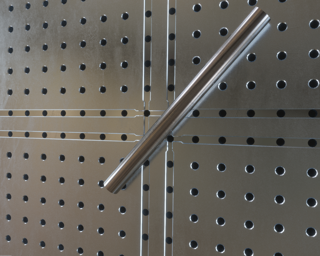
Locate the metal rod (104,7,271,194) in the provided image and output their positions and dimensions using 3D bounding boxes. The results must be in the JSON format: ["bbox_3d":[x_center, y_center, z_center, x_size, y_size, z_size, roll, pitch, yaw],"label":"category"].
[{"bbox_3d":[0.026,-0.026,0.403,0.025,0.025,0.299,44,104,14],"label":"metal rod"}]
